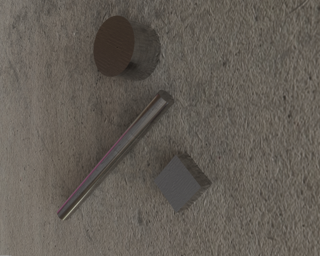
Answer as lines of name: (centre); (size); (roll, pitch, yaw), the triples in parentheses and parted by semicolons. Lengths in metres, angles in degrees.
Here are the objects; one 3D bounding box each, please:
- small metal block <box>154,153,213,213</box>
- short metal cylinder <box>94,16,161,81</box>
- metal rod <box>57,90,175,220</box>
small metal block: (0.027, 0.067, 0.382); (0.050, 0.025, 0.050); (52, 120, 27)
short metal cylinder: (-0.046, -0.107, 0.427); (0.080, 0.050, 0.079); (0, 90, 40)
metal rod: (-0.080, 0.055, 0.470); (0.299, 0.025, 0.025); (-47, 62, 29)
